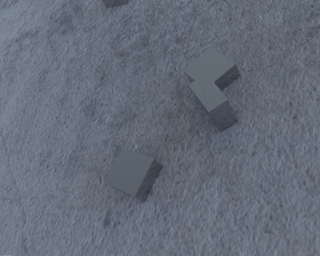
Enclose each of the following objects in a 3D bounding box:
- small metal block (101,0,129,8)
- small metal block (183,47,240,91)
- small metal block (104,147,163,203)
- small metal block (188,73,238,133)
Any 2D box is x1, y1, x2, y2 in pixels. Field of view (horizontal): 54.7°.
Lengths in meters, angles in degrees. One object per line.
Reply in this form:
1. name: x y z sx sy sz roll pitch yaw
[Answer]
1. small metal block: -0.084 -0.268 0.610 0.050 0.025 0.050 0 62 28
2. small metal block: 0.068 -0.073 0.412 0.050 0.025 0.050 -40 51 0
3. small metal block: -0.033 0.058 0.384 0.050 0.025 0.050 16 70 34
4. small metal block: 0.064 -0.030 0.371 0.025 0.050 0.050 -34 52 6
